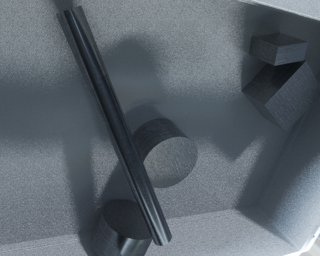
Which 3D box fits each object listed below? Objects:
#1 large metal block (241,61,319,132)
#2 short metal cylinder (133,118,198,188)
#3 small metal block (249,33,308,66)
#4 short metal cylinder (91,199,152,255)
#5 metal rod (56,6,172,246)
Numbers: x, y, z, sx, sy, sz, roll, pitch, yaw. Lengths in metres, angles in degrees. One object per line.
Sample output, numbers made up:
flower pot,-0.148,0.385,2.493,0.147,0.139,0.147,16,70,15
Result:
large metal block,0.183,-0.054,0.462,0.080,0.050,0.080,-48,129,5
short metal cylinder,0.003,0.034,0.417,0.081,0.050,0.079,-14,125,-21
small metal block,0.157,-0.107,0.415,0.050,0.050,0.025,-13,124,-22
short metal cylinder,-0.050,0.147,0.438,0.081,0.080,0.050,11,113,-33
metal rod,-0.041,0.017,0.352,0.025,0.025,0.298,-25,114,-13
